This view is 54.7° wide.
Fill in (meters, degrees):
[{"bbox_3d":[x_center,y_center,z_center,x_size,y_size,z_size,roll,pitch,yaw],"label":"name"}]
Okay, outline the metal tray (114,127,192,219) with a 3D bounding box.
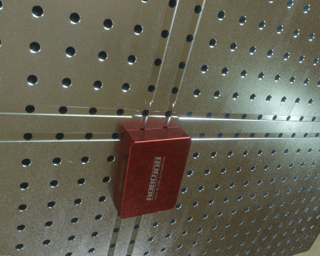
[{"bbox_3d":[-0.012,0.065,0.443,0.091,0.030,0.129,-4,120,-27],"label":"metal tray"}]
